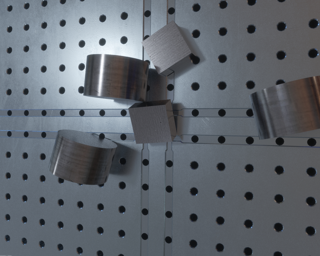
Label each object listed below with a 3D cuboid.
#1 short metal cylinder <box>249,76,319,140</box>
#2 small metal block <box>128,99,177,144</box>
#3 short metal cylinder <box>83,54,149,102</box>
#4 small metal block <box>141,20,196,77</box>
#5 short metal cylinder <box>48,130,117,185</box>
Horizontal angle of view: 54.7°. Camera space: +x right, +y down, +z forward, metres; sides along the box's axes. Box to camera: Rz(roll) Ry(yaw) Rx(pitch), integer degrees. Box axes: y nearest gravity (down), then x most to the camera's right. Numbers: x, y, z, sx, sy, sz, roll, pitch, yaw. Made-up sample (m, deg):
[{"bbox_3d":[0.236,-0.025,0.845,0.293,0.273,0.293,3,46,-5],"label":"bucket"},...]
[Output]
[{"bbox_3d":[0.142,-0.020,0.333,0.080,0.080,0.050,-14,86,19],"label":"short metal cylinder"},{"bbox_3d":[-0.009,-0.008,0.407,0.050,0.025,0.050,-4,109,19],"label":"small metal block"},{"bbox_3d":[-0.056,-0.063,0.403,0.080,0.080,0.050,7,93,20],"label":"short metal cylinder"},{"bbox_3d":[0.012,-0.103,0.408,0.050,0.025,0.050,-31,80,17],"label":"small metal block"},{"bbox_3d":[-0.104,0.038,0.420,0.080,0.080,0.050,19,97,19],"label":"short metal cylinder"}]
